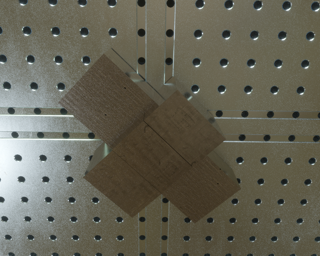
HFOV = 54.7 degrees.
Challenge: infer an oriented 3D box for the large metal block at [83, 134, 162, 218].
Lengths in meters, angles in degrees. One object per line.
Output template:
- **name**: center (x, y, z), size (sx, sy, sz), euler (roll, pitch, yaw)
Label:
- **large metal block**: center (-0.044, 0.054, 0.404), size (0.050, 0.080, 0.080), euler (-42, 105, 14)

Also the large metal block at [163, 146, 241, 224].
- **large metal block**: center (0.049, 0.069, 0.426), size (0.080, 0.050, 0.080), euler (-42, 105, 14)

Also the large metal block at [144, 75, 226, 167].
- **large metal block**: center (0.028, -0.012, 0.381), size (0.050, 0.080, 0.080), euler (-42, 105, 14)

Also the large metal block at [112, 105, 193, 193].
- **large metal block**: center (-0.008, 0.021, 0.392), size (0.050, 0.080, 0.080), euler (-42, 105, 14)

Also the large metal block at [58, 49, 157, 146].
- **large metal block**: center (-0.061, -0.038, 0.382), size (0.080, 0.050, 0.080), euler (-43, 105, 15)
